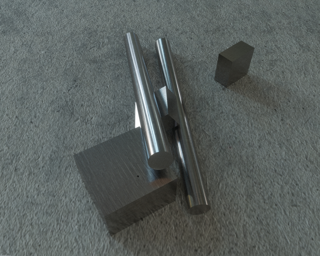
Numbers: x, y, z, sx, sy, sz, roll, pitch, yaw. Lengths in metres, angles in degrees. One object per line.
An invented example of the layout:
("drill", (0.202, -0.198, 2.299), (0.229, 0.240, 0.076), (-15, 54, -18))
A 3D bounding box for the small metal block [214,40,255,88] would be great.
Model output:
("small metal block", (0.112, -0.097, 0.470), (0.050, 0.050, 0.025), (-34, 58, -25))

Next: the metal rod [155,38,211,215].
("metal rod", (0.023, -0.027, 0.425), (0.025, 0.025, 0.300), (-5, 50, -5))

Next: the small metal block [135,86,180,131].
("small metal block", (-0.005, -0.019, 0.404), (0.050, 0.025, 0.050), (-26, 45, 25))

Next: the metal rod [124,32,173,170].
("metal rod", (-0.024, -0.060, 0.416), (0.025, 0.025, 0.300), (-7, 39, -7))

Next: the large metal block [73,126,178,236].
("large metal block", (-0.037, 0.056, 0.340), (0.081, 0.050, 0.080), (-25, 55, -20))
